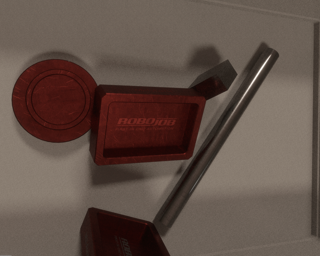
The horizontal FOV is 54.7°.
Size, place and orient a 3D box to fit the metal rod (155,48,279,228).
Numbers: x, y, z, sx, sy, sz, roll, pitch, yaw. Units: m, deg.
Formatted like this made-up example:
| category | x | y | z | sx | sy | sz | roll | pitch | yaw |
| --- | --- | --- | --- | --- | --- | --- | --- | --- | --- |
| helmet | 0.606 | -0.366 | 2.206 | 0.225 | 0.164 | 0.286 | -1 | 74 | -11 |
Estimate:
| category | x | y | z | sx | sy | sz | roll | pitch | yaw |
| --- | --- | --- | --- | --- | --- | --- | --- | --- | --- |
| metal rod | 0.087 | 0.006 | 0.444 | 0.025 | 0.025 | 0.300 | 38 | 78 | -16 |

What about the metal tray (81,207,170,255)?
| category | x | y | z | sx | sy | sz | roll | pitch | yaw |
| --- | --- | --- | --- | --- | --- | --- | --- | --- | --- |
| metal tray | -0.037 | 0.138 | 0.340 | 0.091 | 0.130 | 0.030 | 20 | 95 | -19 |

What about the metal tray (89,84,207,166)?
| category | x | y | z | sx | sy | sz | roll | pitch | yaw |
| --- | --- | --- | --- | --- | --- | --- | --- | --- | --- |
| metal tray | -0.015 | -0.003 | 0.378 | 0.131 | 0.030 | 0.089 | -1 | 116 | -25 |

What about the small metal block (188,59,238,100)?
| category | x | y | z | sx | sy | sz | roll | pitch | yaw |
| --- | --- | --- | --- | --- | --- | --- | --- | --- | --- |
| small metal block | 0.070 | -0.061 | 0.414 | 0.025 | 0.050 | 0.050 | 54 | 41 | -13 |

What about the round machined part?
| category | x | y | z | sx | sy | sz | roll | pitch | yaw |
| --- | --- | --- | --- | --- | --- | --- | --- | --- | --- |
| round machined part | -0.117 | -0.032 | 0.358 | 0.099 | 0.042 | 0.097 | 0 | 90 | -20 |
